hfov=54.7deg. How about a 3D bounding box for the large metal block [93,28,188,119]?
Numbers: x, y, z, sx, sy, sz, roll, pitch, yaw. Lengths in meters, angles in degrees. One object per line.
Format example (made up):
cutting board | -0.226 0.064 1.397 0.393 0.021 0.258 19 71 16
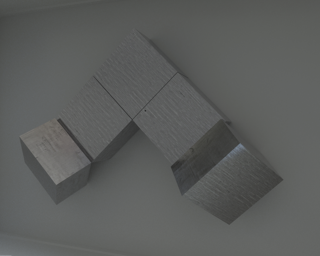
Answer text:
large metal block | -0.024 -0.067 0.404 0.080 0.050 0.080 -46 76 14

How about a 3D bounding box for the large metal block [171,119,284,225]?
large metal block | 0.073 0.050 0.347 0.080 0.050 0.080 36 106 -29

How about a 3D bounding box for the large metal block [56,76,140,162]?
large metal block | -0.079 -0.012 0.423 0.080 0.050 0.080 -46 76 14

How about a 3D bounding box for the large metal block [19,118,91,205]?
large metal block | -0.142 0.047 0.423 0.080 0.050 0.080 48 147 13

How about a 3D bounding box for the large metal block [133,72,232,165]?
large metal block | 0.028 -0.009 0.385 0.080 0.050 0.080 -46 76 14
